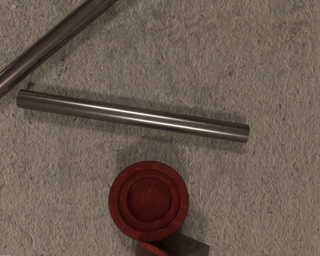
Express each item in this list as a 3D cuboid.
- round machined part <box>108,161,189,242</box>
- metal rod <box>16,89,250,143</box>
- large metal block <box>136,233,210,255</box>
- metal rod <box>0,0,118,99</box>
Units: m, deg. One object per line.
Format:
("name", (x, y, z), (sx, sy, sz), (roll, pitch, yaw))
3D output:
("round machined part", (-0.013, 0.091, 0.398), (0.099, 0.042, 0.097), (0, 83, 1))
("metal rod", (-0.034, -0.015, 0.409), (0.302, 0.025, 0.025), (9, 90, -1))
("large metal block", (0.012, 0.182, 0.376), (0.050, 0.081, 0.080), (9, 90, 41))
("metal rod", (-0.148, -0.108, 0.407), (0.300, 0.025, 0.025), (-40, 91, -1))
